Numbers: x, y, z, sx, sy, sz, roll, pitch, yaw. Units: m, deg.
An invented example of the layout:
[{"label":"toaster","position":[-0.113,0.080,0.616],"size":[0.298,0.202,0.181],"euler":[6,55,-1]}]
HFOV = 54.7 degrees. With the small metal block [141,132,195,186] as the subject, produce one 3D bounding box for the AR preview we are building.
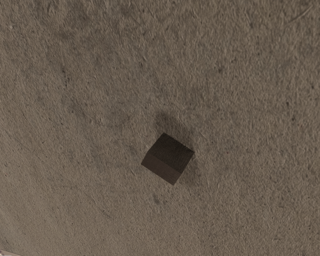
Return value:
[{"label":"small metal block","position":[0.011,0.040,0.408],"size":[0.050,0.050,0.025],"euler":[33,129,6]}]
